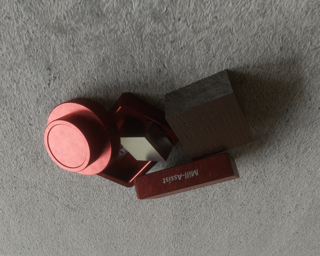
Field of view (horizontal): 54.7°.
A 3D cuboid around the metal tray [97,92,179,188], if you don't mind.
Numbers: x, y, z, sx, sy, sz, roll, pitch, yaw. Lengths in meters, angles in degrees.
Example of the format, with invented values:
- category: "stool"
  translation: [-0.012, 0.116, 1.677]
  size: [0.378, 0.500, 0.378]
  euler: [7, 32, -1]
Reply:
- category: "metal tray"
  translation: [-0.044, 0.022, 0.423]
  size: [0.090, 0.030, 0.129]
  euler: [28, 125, -22]

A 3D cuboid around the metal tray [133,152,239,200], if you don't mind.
- category: "metal tray"
  translation: [0.040, 0.070, 0.435]
  size: [0.130, 0.030, 0.090]
  euler: [-17, 164, 15]

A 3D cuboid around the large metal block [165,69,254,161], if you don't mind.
- category: "large metal block"
  translation: [0.060, -0.013, 0.382]
  size: [0.080, 0.050, 0.080]
  euler: [-21, 127, 17]

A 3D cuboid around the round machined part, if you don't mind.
- category: "round machined part"
  translation: [-0.102, 0.015, 0.382]
  size: [0.098, 0.042, 0.097]
  euler: [9, 113, 22]

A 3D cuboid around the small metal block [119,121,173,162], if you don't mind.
- category: "small metal block"
  translation: [-0.020, 0.017, 0.393]
  size: [0.050, 0.025, 0.050]
  euler: [-2, 139, 39]
